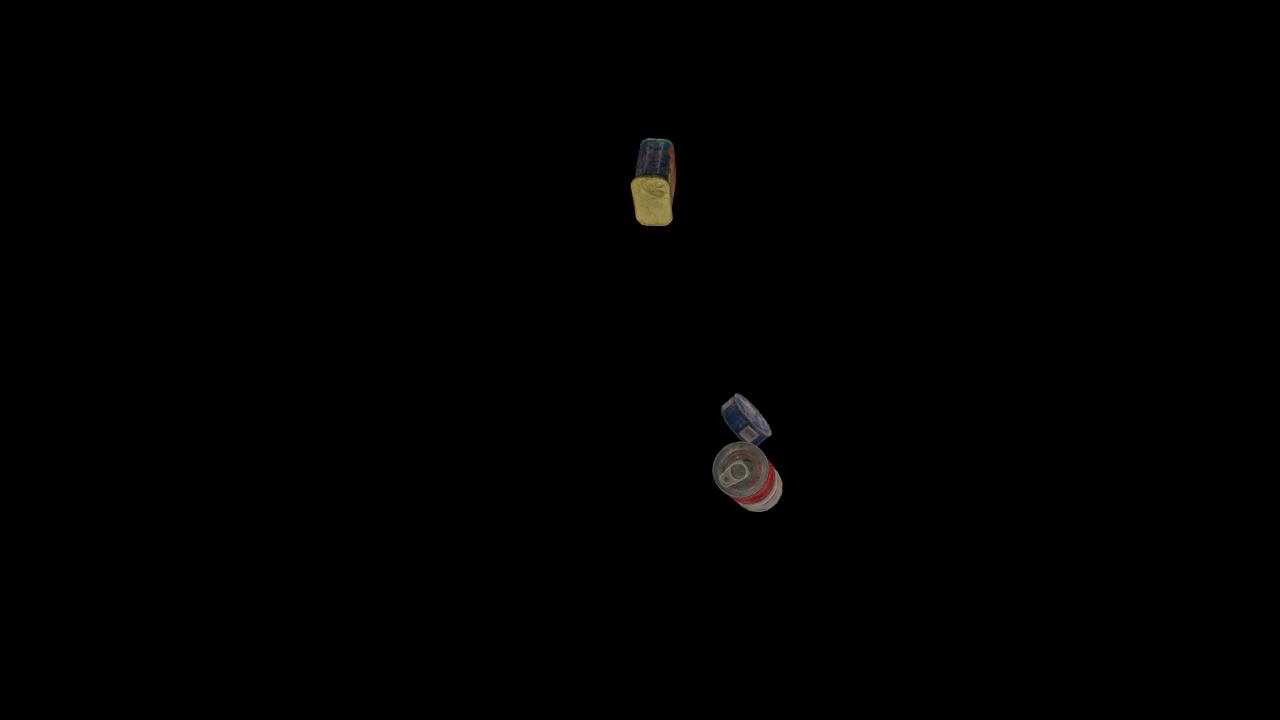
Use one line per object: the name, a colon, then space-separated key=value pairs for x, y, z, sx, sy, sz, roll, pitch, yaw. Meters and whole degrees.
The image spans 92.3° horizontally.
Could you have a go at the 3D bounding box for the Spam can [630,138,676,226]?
Spam can: x=0.023 y=-0.269 z=0.932 sx=0.058 sy=0.085 sz=0.101 roll=4 pitch=-29 yaw=8

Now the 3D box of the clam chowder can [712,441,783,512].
clam chowder can: x=0.136 y=0.148 z=0.764 sx=0.068 sy=0.068 sz=0.102 roll=0 pitch=-23 yaw=24

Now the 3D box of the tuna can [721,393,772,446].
tuna can: x=0.165 y=0.095 z=0.960 sx=0.034 sy=0.084 sz=0.084 roll=-44 pitch=-16 yaw=17
